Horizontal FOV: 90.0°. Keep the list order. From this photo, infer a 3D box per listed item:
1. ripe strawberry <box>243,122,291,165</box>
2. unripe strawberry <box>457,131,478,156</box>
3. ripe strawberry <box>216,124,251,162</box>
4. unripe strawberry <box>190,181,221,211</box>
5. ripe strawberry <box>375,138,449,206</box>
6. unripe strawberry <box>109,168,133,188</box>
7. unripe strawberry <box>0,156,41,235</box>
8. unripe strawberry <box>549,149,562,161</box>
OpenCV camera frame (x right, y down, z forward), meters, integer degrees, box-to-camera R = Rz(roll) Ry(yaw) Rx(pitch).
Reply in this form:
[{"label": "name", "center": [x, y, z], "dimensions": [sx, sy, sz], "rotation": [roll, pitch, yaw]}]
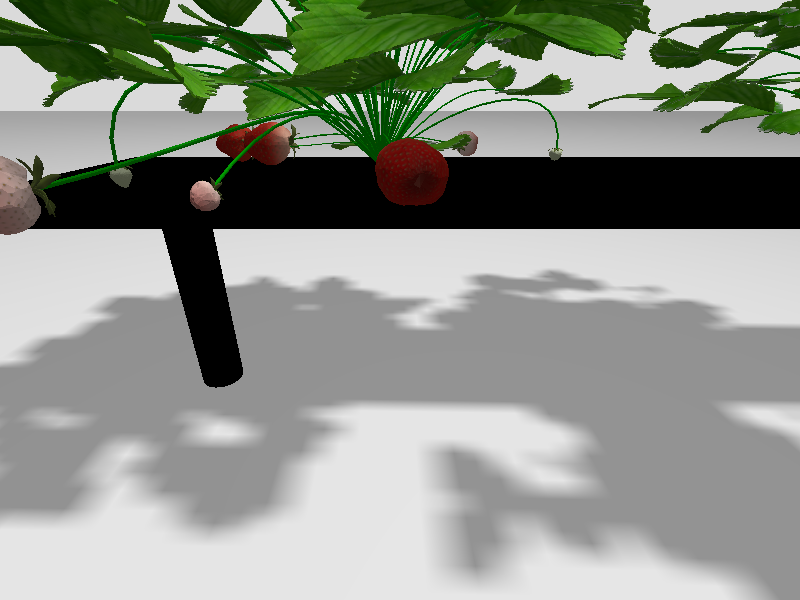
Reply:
[{"label": "ripe strawberry", "center": [-0.108, -0.128, 0.327], "dimensions": [0.038, 0.032, 0.038], "rotation": [-1, 27, 0]}, {"label": "unripe strawberry", "center": [0.068, -0.156, 0.399], "dimensions": [0.024, 0.023, 0.022], "rotation": [-22, 34, -38]}, {"label": "ripe strawberry", "center": [-0.143, -0.136, 0.348], "dimensions": [0.031, 0.030, 0.034], "rotation": [4, 27, 9]}, {"label": "unripe strawberry", "center": [-0.095, -0.050, 0.194], "dimensions": [0.012, 0.014, 0.014], "rotation": [13, -38, 24]}, {"label": "ripe strawberry", "center": [0.007, -0.062, 0.197], "dimensions": [0.037, 0.032, 0.037], "rotation": [-4, 27, -8]}, {"label": "unripe strawberry", "center": [-0.157, -0.069, 0.226], "dimensions": [0.011, 0.011, 0.010], "rotation": [-20, 33, -35]}, {"label": "unripe strawberry", "center": [-0.167, -0.042, 0.160], "dimensions": [0.032, 0.033, 0.034], "rotation": [20, 33, 34]}, {"label": "unripe strawberry", "center": [0.131, -0.122, 0.337], "dimensions": [0.010, 0.010, 0.009], "rotation": [-1, 27, -2]}]
